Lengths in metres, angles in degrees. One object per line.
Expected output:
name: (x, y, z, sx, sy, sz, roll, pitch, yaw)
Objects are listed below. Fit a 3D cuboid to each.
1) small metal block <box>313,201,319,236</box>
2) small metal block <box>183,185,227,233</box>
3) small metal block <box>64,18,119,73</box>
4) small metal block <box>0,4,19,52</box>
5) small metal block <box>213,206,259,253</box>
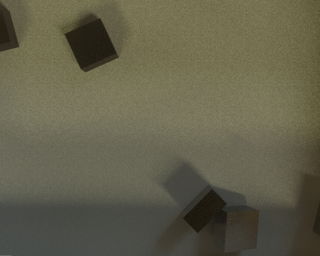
small metal block: (0.229, 0.121, 0.402, 0.025, 0.050, 0.050, 14, 90, 0)
small metal block: (0.056, 0.102, 0.399, 0.050, 0.050, 0.025, -45, 84, 0)
small metal block: (-0.089, -0.109, 0.410, 0.050, 0.025, 0.050, -25, 90, -1)
small metal block: (-0.222, -0.128, 0.408, 0.050, 0.025, 0.050, -15, 90, -1)
small metal block: (0.099, 0.130, 0.404, 0.050, 0.025, 0.050, 4, 91, -24)
